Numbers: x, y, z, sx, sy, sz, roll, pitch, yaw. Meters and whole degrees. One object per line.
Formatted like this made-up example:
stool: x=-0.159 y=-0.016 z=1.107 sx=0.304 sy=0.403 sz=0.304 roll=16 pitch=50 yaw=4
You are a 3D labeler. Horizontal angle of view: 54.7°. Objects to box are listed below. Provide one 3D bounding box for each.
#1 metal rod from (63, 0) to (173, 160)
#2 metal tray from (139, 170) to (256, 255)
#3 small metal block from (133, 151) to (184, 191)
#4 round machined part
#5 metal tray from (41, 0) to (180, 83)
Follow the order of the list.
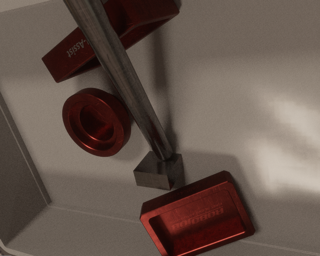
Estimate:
metal rod: x=-0.033 y=-0.044 z=0.306 sx=0.025 sy=0.025 sz=0.299 roll=10 pitch=152 yaw=22
metal tray: x=0.050 y=0.123 z=0.420 sx=0.130 sy=0.030 sz=0.090 roll=-24 pitch=107 yaw=10
small metal block: x=-0.001 y=0.058 z=0.427 sx=0.050 sy=0.050 sz=0.025 roll=3 pitch=120 yaw=26
round machined part: x=-0.083 y=-0.011 z=0.433 sx=0.098 sy=0.042 sz=0.097 roll=13 pitch=124 yaw=20
metal tray: x=-0.053 y=-0.098 z=0.330 sx=0.130 sy=0.090 sz=0.030 roll=-23 pitch=100 yaw=36
